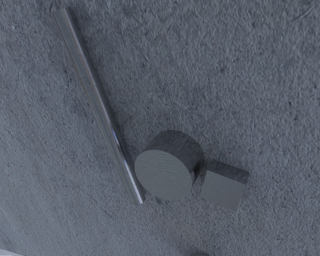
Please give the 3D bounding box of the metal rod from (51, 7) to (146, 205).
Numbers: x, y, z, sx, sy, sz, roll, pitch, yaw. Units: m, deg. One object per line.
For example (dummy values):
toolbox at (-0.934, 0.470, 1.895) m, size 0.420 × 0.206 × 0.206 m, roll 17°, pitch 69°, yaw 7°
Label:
metal rod at (-0.078, -0.015, 0.438) m, size 0.025 × 0.025 × 0.298 m, roll -4°, pitch 117°, yaw 30°

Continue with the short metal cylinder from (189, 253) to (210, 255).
short metal cylinder at (0.059, 0.249, 0.494) m, size 0.080 × 0.080 × 0.050 m, roll 37°, pitch 129°, yaw 3°

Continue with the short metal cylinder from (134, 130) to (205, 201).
short metal cylinder at (0.013, 0.049, 0.414) m, size 0.080 × 0.050 × 0.079 m, roll 13°, pitch 124°, yaw 21°

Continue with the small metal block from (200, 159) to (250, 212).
small metal block at (0.085, 0.076, 0.409) m, size 0.050 × 0.025 × 0.050 m, roll 20°, pitch 126°, yaw 16°
